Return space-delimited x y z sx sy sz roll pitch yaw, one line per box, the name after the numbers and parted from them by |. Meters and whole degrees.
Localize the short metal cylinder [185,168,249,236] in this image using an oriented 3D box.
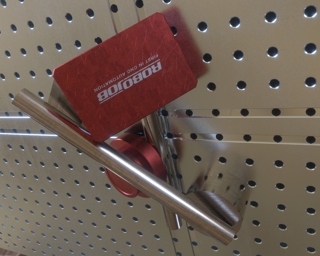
0.075 0.101 0.418 0.080 0.050 0.079 13 124 20 | short metal cylinder

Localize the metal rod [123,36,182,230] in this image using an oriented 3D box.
-0.005 0.022 0.426 0.025 0.025 0.298 2 120 27 | metal rod

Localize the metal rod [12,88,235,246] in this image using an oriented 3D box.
-0.038 0.050 0.369 0.301 0.025 0.025 35 129 -6 | metal rod

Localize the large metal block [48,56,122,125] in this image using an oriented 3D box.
-0.097 -0.039 0.402 0.050 0.080 0.079 36 129 4 | large metal block

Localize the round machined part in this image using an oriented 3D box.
-0.041 0.059 0.436 0.098 0.042 0.097 27 134 32 | round machined part

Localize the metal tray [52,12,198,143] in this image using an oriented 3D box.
-0.036 -0.055 0.341 0.131 0.030 0.090 -31 105 -6 | metal tray
